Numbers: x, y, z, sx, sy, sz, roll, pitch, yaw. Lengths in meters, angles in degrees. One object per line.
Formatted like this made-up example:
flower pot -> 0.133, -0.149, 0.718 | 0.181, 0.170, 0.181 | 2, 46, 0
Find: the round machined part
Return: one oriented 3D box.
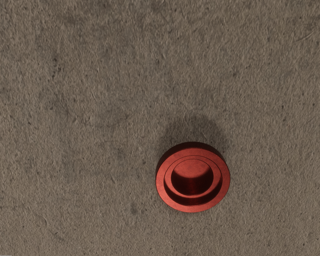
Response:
round machined part -> 0.043, 0.063, 0.425 | 0.099, 0.042, 0.097 | 0, 110, -1
